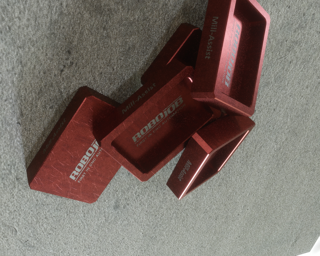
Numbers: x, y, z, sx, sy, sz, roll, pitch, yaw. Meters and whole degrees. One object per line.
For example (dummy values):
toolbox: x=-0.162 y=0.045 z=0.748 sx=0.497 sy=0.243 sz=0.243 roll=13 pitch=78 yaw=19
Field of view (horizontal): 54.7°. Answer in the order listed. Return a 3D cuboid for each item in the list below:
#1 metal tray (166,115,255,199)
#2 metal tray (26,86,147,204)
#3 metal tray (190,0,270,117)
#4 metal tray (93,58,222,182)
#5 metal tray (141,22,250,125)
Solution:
metal tray: x=0.066 y=0.038 z=0.422 sx=0.091 sy=0.030 sz=0.129 roll=-27 pitch=154 yaw=-32
metal tray: x=-0.086 y=0.025 z=0.373 sx=0.090 sy=0.030 sz=0.130 roll=28 pitch=103 yaw=-38
metal tray: x=0.084 y=-0.086 z=0.356 sx=0.091 sy=0.030 sz=0.129 roll=17 pitch=82 yaw=-46
metal tray: x=0.000 y=-0.006 z=0.364 sx=0.130 sy=0.030 sz=0.090 roll=-41 pitch=130 yaw=0
metal tray: x=0.051 y=-0.059 z=0.398 sx=0.131 sy=0.030 sz=0.090 roll=30 pitch=101 yaw=-38
